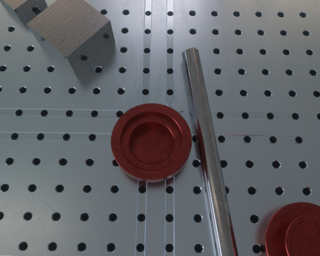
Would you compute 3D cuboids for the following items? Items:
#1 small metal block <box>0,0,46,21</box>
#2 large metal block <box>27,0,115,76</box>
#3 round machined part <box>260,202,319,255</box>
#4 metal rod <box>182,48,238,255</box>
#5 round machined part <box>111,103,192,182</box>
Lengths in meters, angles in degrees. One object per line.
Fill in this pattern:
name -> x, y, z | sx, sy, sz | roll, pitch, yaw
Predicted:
small metal block -> -0.218, -0.204, 0.485 | 0.050, 0.025, 0.050 | 41, 75, 13
large metal block -> -0.125, -0.137, 0.447 | 0.080, 0.050, 0.080 | 40, 75, 13
round machined part -> 0.170, 0.135, 0.355 | 0.099, 0.042, 0.098 | 0, 70, 0
metal rod -> 0.063, 0.030, 0.400 | 0.025, 0.025, 0.299 | -7, 70, -3
round machined part -> -0.010, 0.021, 0.395 | 0.099, 0.042, 0.098 | 0, 70, 0
